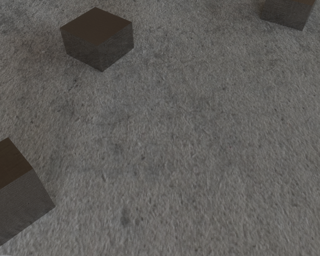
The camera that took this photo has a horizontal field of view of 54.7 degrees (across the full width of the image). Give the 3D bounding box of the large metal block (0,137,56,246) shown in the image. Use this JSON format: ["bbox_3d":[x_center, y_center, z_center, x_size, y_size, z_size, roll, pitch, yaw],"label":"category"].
[{"bbox_3d":[-0.162,0.069,0.307,0.080,0.080,0.050,-36,59,-26],"label":"large metal block"}]

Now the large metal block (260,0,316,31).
[{"bbox_3d":[0.250,-0.238,0.590,0.080,0.050,0.080,24,54,18],"label":"large metal block"}]

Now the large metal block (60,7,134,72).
[{"bbox_3d":[-0.101,-0.147,0.510,0.080,0.050,0.080,29,56,22],"label":"large metal block"}]
